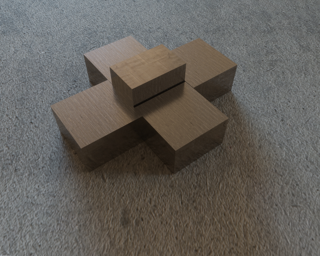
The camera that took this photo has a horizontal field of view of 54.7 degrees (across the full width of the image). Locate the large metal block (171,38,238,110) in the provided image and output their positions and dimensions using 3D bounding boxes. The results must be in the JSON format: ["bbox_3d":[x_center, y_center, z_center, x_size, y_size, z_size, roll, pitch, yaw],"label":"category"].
[{"bbox_3d":[0.051,-0.079,0.454,0.081,0.050,0.080,-30,56,-23],"label":"large metal block"}]

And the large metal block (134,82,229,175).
[{"bbox_3d":[0.025,-0.002,0.390,0.081,0.050,0.080,-30,56,-23],"label":"large metal block"}]

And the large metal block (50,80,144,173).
[{"bbox_3d":[-0.077,-0.005,0.390,0.081,0.050,0.080,-30,56,-23],"label":"large metal block"}]

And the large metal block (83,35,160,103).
[{"bbox_3d":[-0.053,-0.083,0.457,0.081,0.050,0.080,-30,56,-23],"label":"large metal block"}]

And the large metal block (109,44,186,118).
[{"bbox_3d":[-0.015,-0.053,0.413,0.081,0.080,0.050,-30,56,-23],"label":"large metal block"}]
